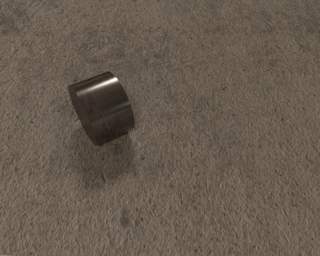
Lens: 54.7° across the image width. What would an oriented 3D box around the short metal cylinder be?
[{"bbox_3d":[-0.074,-0.025,0.387,0.050,0.080,0.080,-26,55,-20],"label":"short metal cylinder"}]
